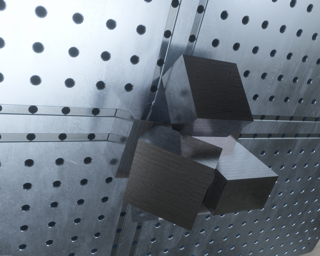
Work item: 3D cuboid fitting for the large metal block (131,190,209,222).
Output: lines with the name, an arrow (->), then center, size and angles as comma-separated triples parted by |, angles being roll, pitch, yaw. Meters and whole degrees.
large metal block -> 0.011, 0.101, 0.436 | 0.081, 0.050, 0.080 | 2, 162, -29

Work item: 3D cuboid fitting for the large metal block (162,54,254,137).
large metal block -> 0.056, -0.036, 0.374 | 0.081, 0.080, 0.050 | 2, 156, -29

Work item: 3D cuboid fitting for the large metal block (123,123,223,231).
large metal block -> 0.014, 0.051, 0.339 | 0.080, 0.050, 0.079 | 21, 115, 11

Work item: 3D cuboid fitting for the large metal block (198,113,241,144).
large metal block -> 0.057, 0.021, 0.438 | 0.081, 0.050, 0.079 | 3, 117, -30

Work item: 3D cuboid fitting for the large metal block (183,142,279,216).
large metal block -> 0.085, 0.060, 0.393 | 0.081, 0.080, 0.050 | 1, 118, -29

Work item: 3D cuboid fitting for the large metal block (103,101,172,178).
large metal block -> -0.017, 0.017, 0.396 | 0.081, 0.050, 0.080 | 7, 115, -32
